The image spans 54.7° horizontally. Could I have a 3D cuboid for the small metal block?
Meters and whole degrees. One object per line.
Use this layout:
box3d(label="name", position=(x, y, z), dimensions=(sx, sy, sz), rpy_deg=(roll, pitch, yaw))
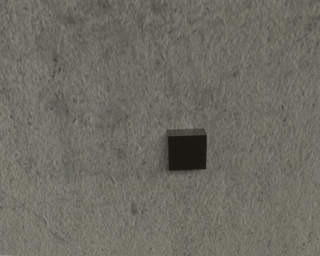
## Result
box3d(label="small metal block", position=(0.036, 0.029, 0.421), dimensions=(0.050, 0.025, 0.050), rpy_deg=(-2, 110, 0))
